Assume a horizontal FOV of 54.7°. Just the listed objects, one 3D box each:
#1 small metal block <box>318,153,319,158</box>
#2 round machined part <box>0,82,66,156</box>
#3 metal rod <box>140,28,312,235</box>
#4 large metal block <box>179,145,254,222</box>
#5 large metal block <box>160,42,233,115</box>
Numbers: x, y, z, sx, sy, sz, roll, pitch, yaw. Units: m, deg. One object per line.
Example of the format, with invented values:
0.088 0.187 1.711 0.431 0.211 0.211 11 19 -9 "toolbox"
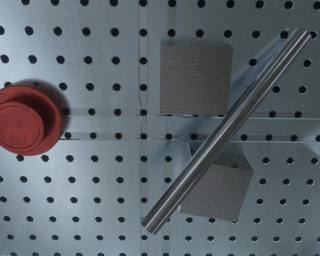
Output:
0.253 0.041 0.417 0.050 0.050 0.025 -38 106 13 "small metal block"
-0.177 -0.007 0.400 0.099 0.042 0.097 0 110 0 "round machined part"
0.079 0.004 0.376 0.025 0.025 0.300 38 91 -13 "metal rod"
0.073 0.076 0.429 0.081 0.050 0.079 11 110 -4 "large metal block"
0.040 -0.062 0.378 0.081 0.050 0.079 0 110 -1 "large metal block"
